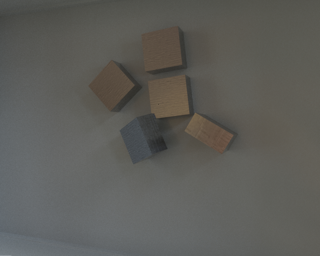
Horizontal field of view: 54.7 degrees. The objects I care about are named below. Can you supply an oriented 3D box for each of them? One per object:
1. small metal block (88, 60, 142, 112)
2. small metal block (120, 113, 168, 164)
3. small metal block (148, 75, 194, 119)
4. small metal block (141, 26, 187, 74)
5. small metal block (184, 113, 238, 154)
[{"bbox_3d":[-0.062,-0.058,0.431,0.050,0.025,0.050,-45,77,14],"label":"small metal block"},{"bbox_3d":[-0.023,0.015,0.405,0.050,0.025,0.050,-33,78,52],"label":"small metal block"},{"bbox_3d":[0.015,-0.039,0.405,0.050,0.025,0.050,-7,88,19],"label":"small metal block"},{"bbox_3d":[0.006,-0.101,0.408,0.050,0.025,0.050,-7,88,19],"label":"small metal block"},{"bbox_3d":[0.063,0.006,0.374,0.050,0.050,0.025,32,101,17],"label":"small metal block"}]
